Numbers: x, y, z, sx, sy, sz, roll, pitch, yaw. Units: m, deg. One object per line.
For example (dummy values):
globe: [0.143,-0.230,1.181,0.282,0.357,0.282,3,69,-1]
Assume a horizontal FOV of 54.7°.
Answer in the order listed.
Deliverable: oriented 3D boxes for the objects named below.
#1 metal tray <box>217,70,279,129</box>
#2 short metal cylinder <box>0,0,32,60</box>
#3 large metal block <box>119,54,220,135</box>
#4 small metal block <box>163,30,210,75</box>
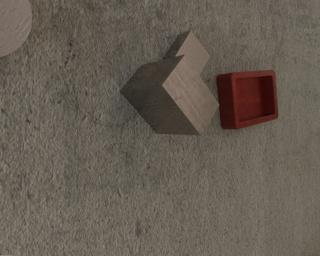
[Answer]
metal tray: [0.154,-0.051,0.533,0.131,0.030,0.089,-12,98,-40]
short metal cylinder: [-0.156,-0.094,0.258,0.081,0.050,0.079,0,90,-40]
large metal block: [0.012,-0.037,0.381,0.080,0.080,0.050,50,61,-29]
small metal block: [0.039,-0.100,0.439,0.050,0.025,0.050,44,64,-32]
